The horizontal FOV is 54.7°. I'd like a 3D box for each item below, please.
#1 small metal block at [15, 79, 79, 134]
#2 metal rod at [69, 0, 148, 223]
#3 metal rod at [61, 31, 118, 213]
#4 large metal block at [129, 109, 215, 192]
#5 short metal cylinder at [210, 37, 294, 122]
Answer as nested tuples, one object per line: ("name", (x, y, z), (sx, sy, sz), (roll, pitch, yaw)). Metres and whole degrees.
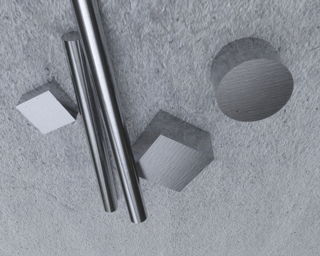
("small metal block", (-0.138, -0.025, 0.384), (0.050, 0.025, 0.050), (-22, 127, 17))
("metal rod", (-0.053, -0.009, 0.357), (0.025, 0.025, 0.298), (-8, 117, 6))
("metal rod", (-0.086, 0.017, 0.420), (0.025, 0.025, 0.298), (-2, 130, 1))
("large metal block", (0.014, 0.033, 0.419), (0.080, 0.050, 0.080), (25, 126, -20))
("short metal cylinder", (0.100, -0.053, 0.347), (0.081, 0.050, 0.079), (0, 130, 0))
